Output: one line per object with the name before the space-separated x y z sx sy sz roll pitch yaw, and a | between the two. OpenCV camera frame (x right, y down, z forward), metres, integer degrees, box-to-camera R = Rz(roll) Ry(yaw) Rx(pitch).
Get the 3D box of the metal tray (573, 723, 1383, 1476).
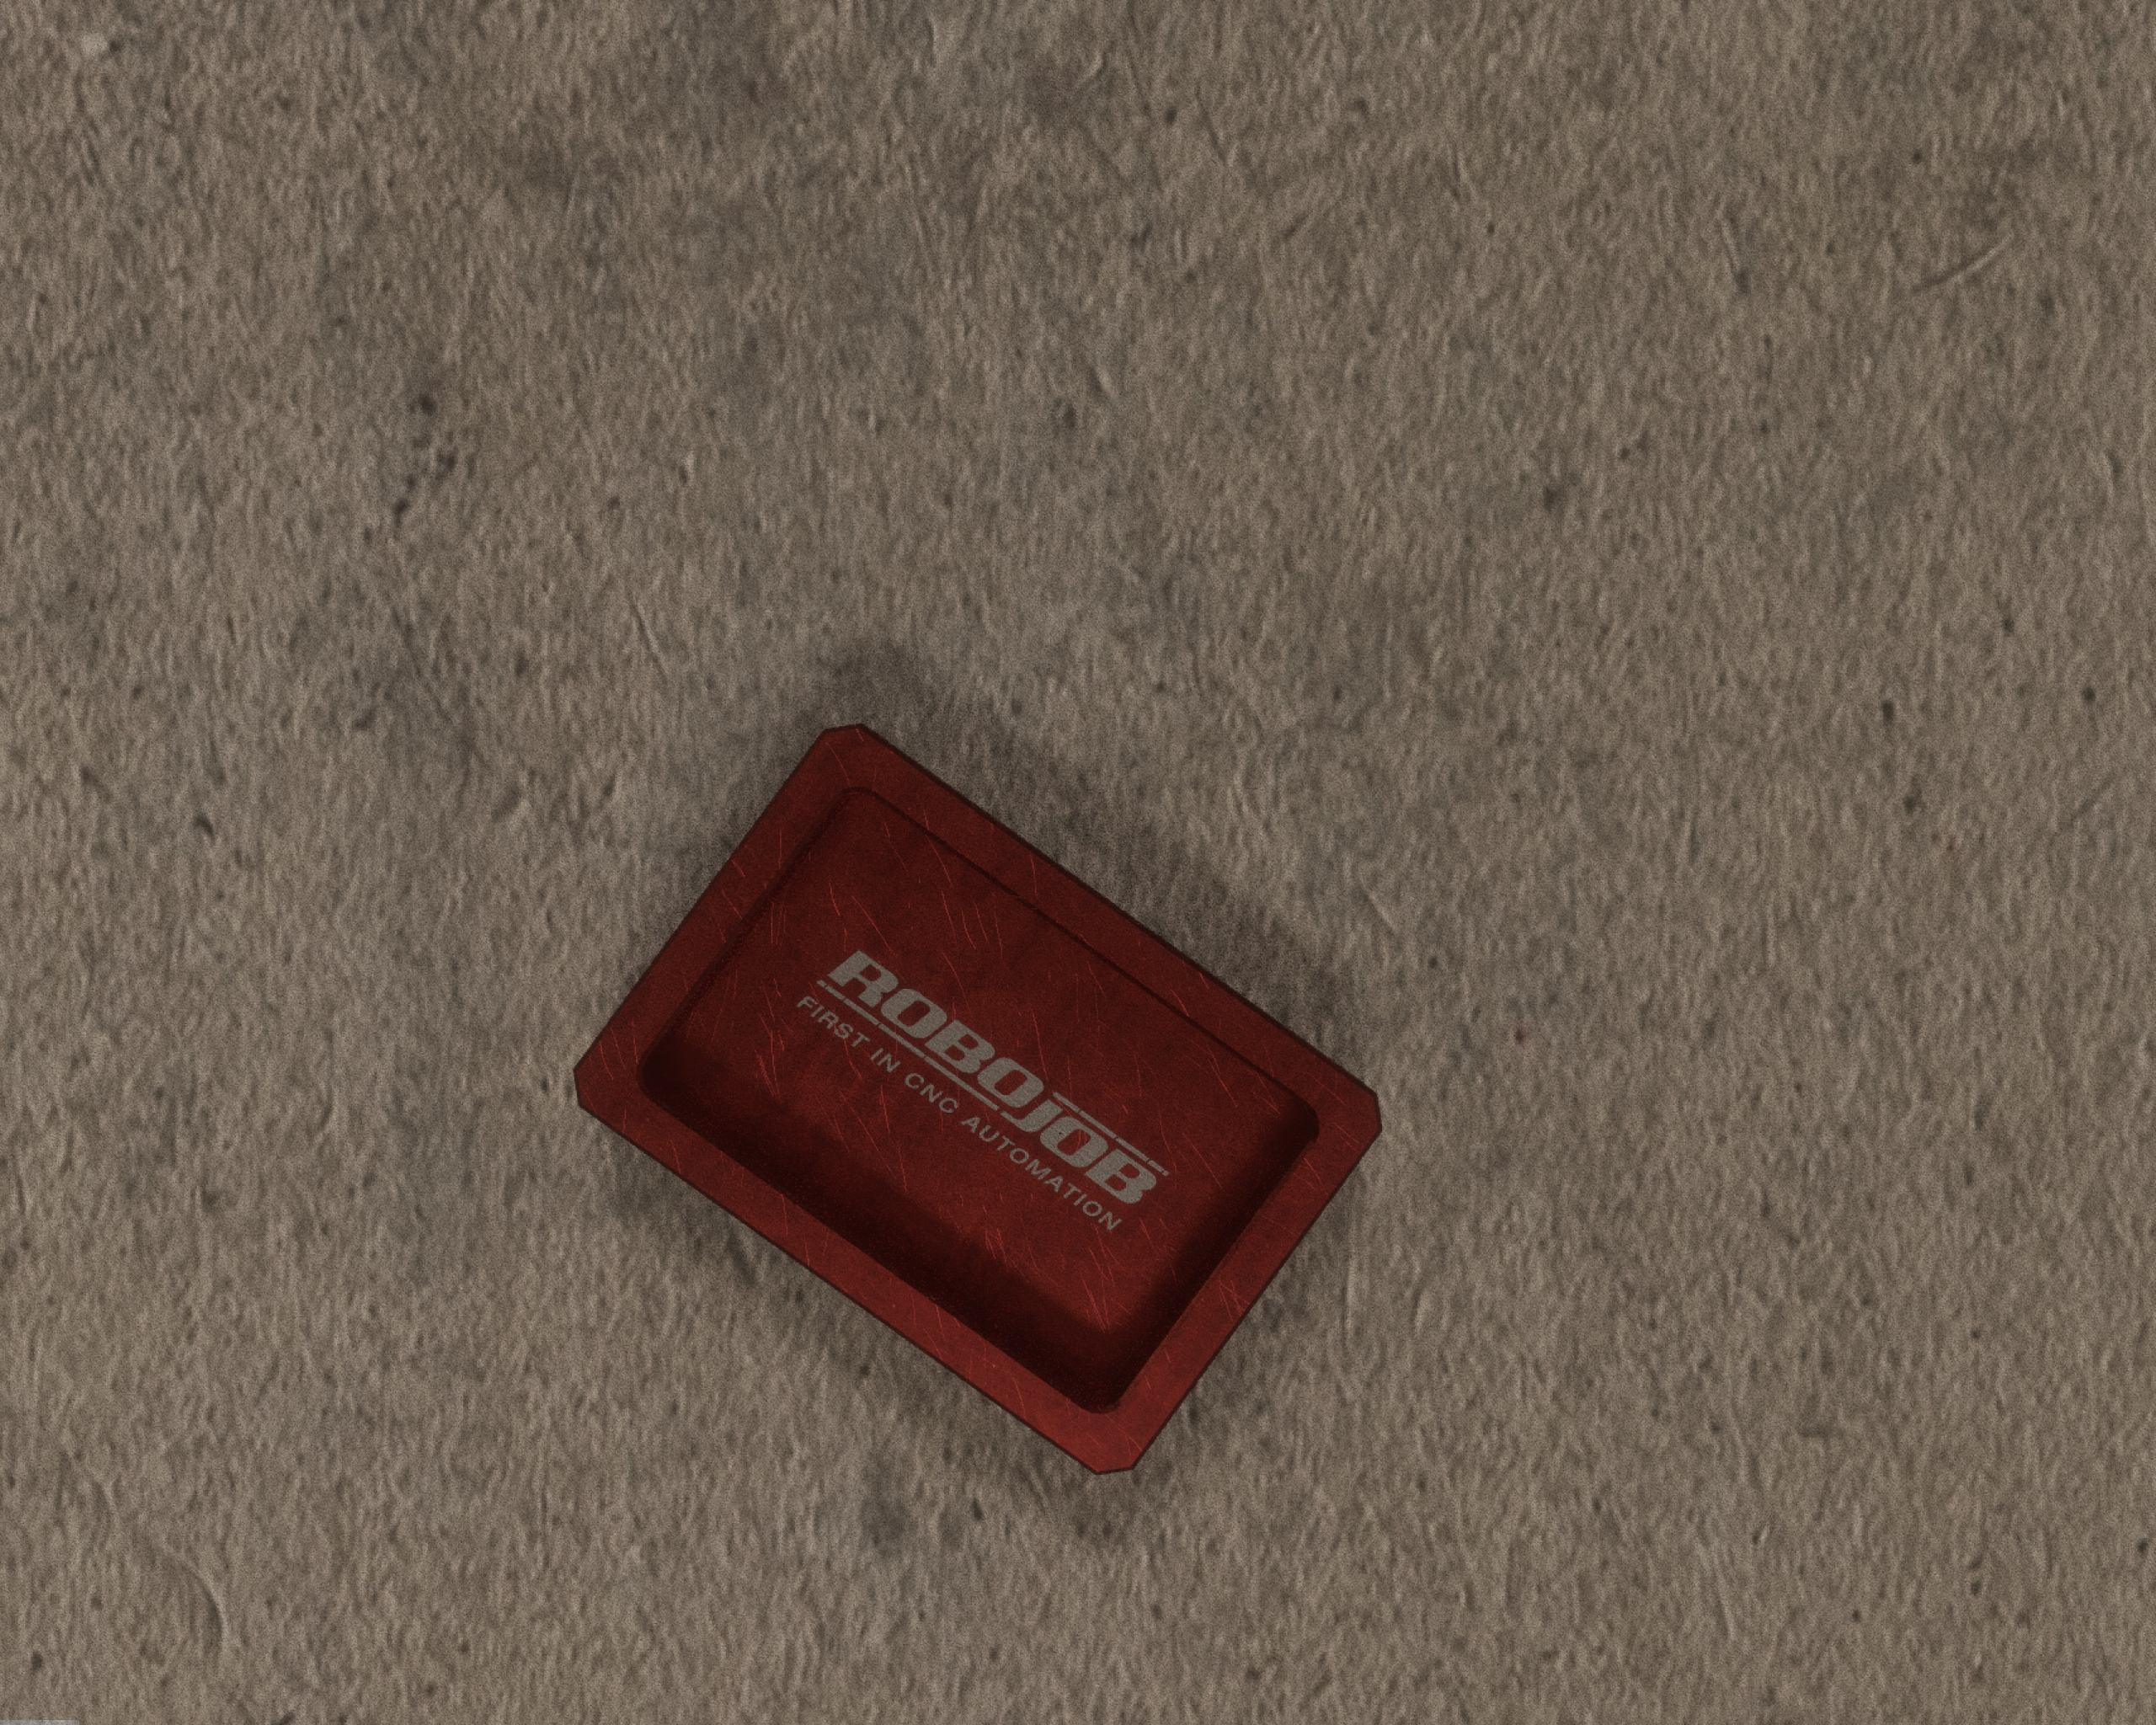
metal tray | -0.019 0.045 0.408 0.130 0.030 0.090 36 90 -1
